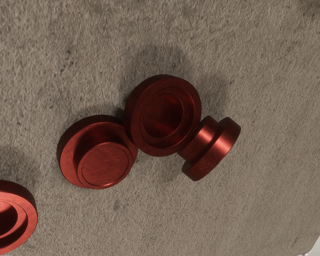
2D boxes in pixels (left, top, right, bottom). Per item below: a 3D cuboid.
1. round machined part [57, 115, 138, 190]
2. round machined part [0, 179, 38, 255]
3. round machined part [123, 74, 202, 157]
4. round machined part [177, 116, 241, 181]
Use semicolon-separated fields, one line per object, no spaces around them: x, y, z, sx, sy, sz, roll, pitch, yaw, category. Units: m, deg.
-0.072;0.036;0.380;0.099;0.042;0.097;-14;125;-21;round machined part
-0.193;0.097;0.351;0.099;0.042;0.097;-14;125;-21;round machined part
-0.001;-0.018;0.379;0.099;0.042;0.097;-13;115;-29;round machined part
0.060;0.021;0.421;0.042;0.098;0.098;40;97;-1;round machined part
